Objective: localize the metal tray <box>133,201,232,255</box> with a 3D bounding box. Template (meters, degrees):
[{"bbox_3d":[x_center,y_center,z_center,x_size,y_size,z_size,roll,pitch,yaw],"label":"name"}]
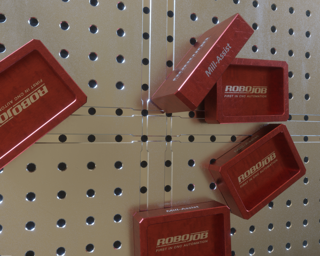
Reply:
[{"bbox_3d":[0.032,0.155,0.421,0.131,0.030,0.090,-3,91,-20],"label":"metal tray"}]

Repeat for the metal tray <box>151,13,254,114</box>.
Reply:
[{"bbox_3d":[0.051,-0.078,0.396,0.030,0.090,0.130,41,77,-16],"label":"metal tray"}]

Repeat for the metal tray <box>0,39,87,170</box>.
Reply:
[{"bbox_3d":[-0.161,-0.026,0.350,0.130,0.030,0.090,-41,103,-15],"label":"metal tray"}]

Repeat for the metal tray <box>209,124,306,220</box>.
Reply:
[{"bbox_3d":[0.148,0.062,0.464,0.131,0.030,0.090,-31,100,-17],"label":"metal tray"}]

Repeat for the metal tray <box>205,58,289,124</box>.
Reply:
[{"bbox_3d":[0.127,-0.053,0.450,0.131,0.030,0.090,-2,92,-25],"label":"metal tray"}]
